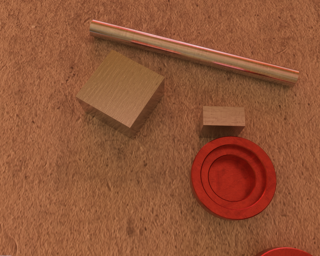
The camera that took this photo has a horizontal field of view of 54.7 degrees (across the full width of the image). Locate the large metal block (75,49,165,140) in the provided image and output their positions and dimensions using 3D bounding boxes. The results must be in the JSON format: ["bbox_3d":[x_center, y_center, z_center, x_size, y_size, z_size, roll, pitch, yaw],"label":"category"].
[{"bbox_3d":[-0.049,-0.043,0.410,0.080,0.050,0.080,30,73,10],"label":"large metal block"}]

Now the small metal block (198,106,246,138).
[{"bbox_3d":[0.077,-0.006,0.398,0.050,0.050,0.025,2,70,0],"label":"small metal block"}]

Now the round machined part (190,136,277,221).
[{"bbox_3d":[0.085,0.062,0.377,0.099,0.042,0.098,0,70,0],"label":"round machined part"}]

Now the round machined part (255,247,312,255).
[{"bbox_3d":[0.135,0.181,0.334,0.099,0.042,0.098,0,70,0],"label":"round machined part"}]

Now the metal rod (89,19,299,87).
[{"bbox_3d":[0.045,-0.109,0.448,0.301,0.025,0.025,16,71,5],"label":"metal rod"}]
